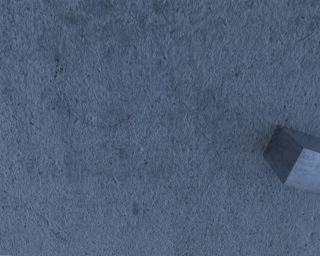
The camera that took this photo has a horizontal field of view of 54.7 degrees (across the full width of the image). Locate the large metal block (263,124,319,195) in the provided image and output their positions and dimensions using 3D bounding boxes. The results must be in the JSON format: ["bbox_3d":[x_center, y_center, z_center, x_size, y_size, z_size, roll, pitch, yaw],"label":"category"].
[{"bbox_3d":[0.192,0.042,0.398,0.080,0.080,0.050,17,109,-7],"label":"large metal block"}]
